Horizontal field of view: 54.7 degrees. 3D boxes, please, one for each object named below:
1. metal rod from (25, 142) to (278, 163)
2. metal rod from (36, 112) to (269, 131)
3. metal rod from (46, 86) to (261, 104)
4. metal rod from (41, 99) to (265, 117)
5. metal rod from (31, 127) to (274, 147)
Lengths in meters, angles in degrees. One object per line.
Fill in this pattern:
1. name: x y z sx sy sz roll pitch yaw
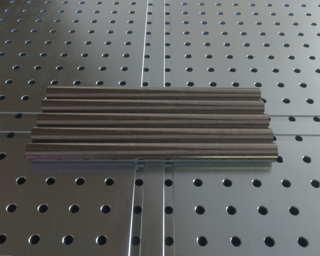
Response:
1. metal rod: -0.009 0.030 0.382 0.302 0.025 0.025 0 50 -1
2. metal rod: -0.009 -0.008 0.414 0.302 0.025 0.025 0 50 0
3. metal rod: -0.009 -0.047 0.447 0.302 0.025 0.025 0 50 0
4. metal rod: -0.009 -0.027 0.430 0.302 0.025 0.025 0 50 0
5. metal rod: -0.009 0.012 0.397 0.302 0.025 0.025 0 50 0
